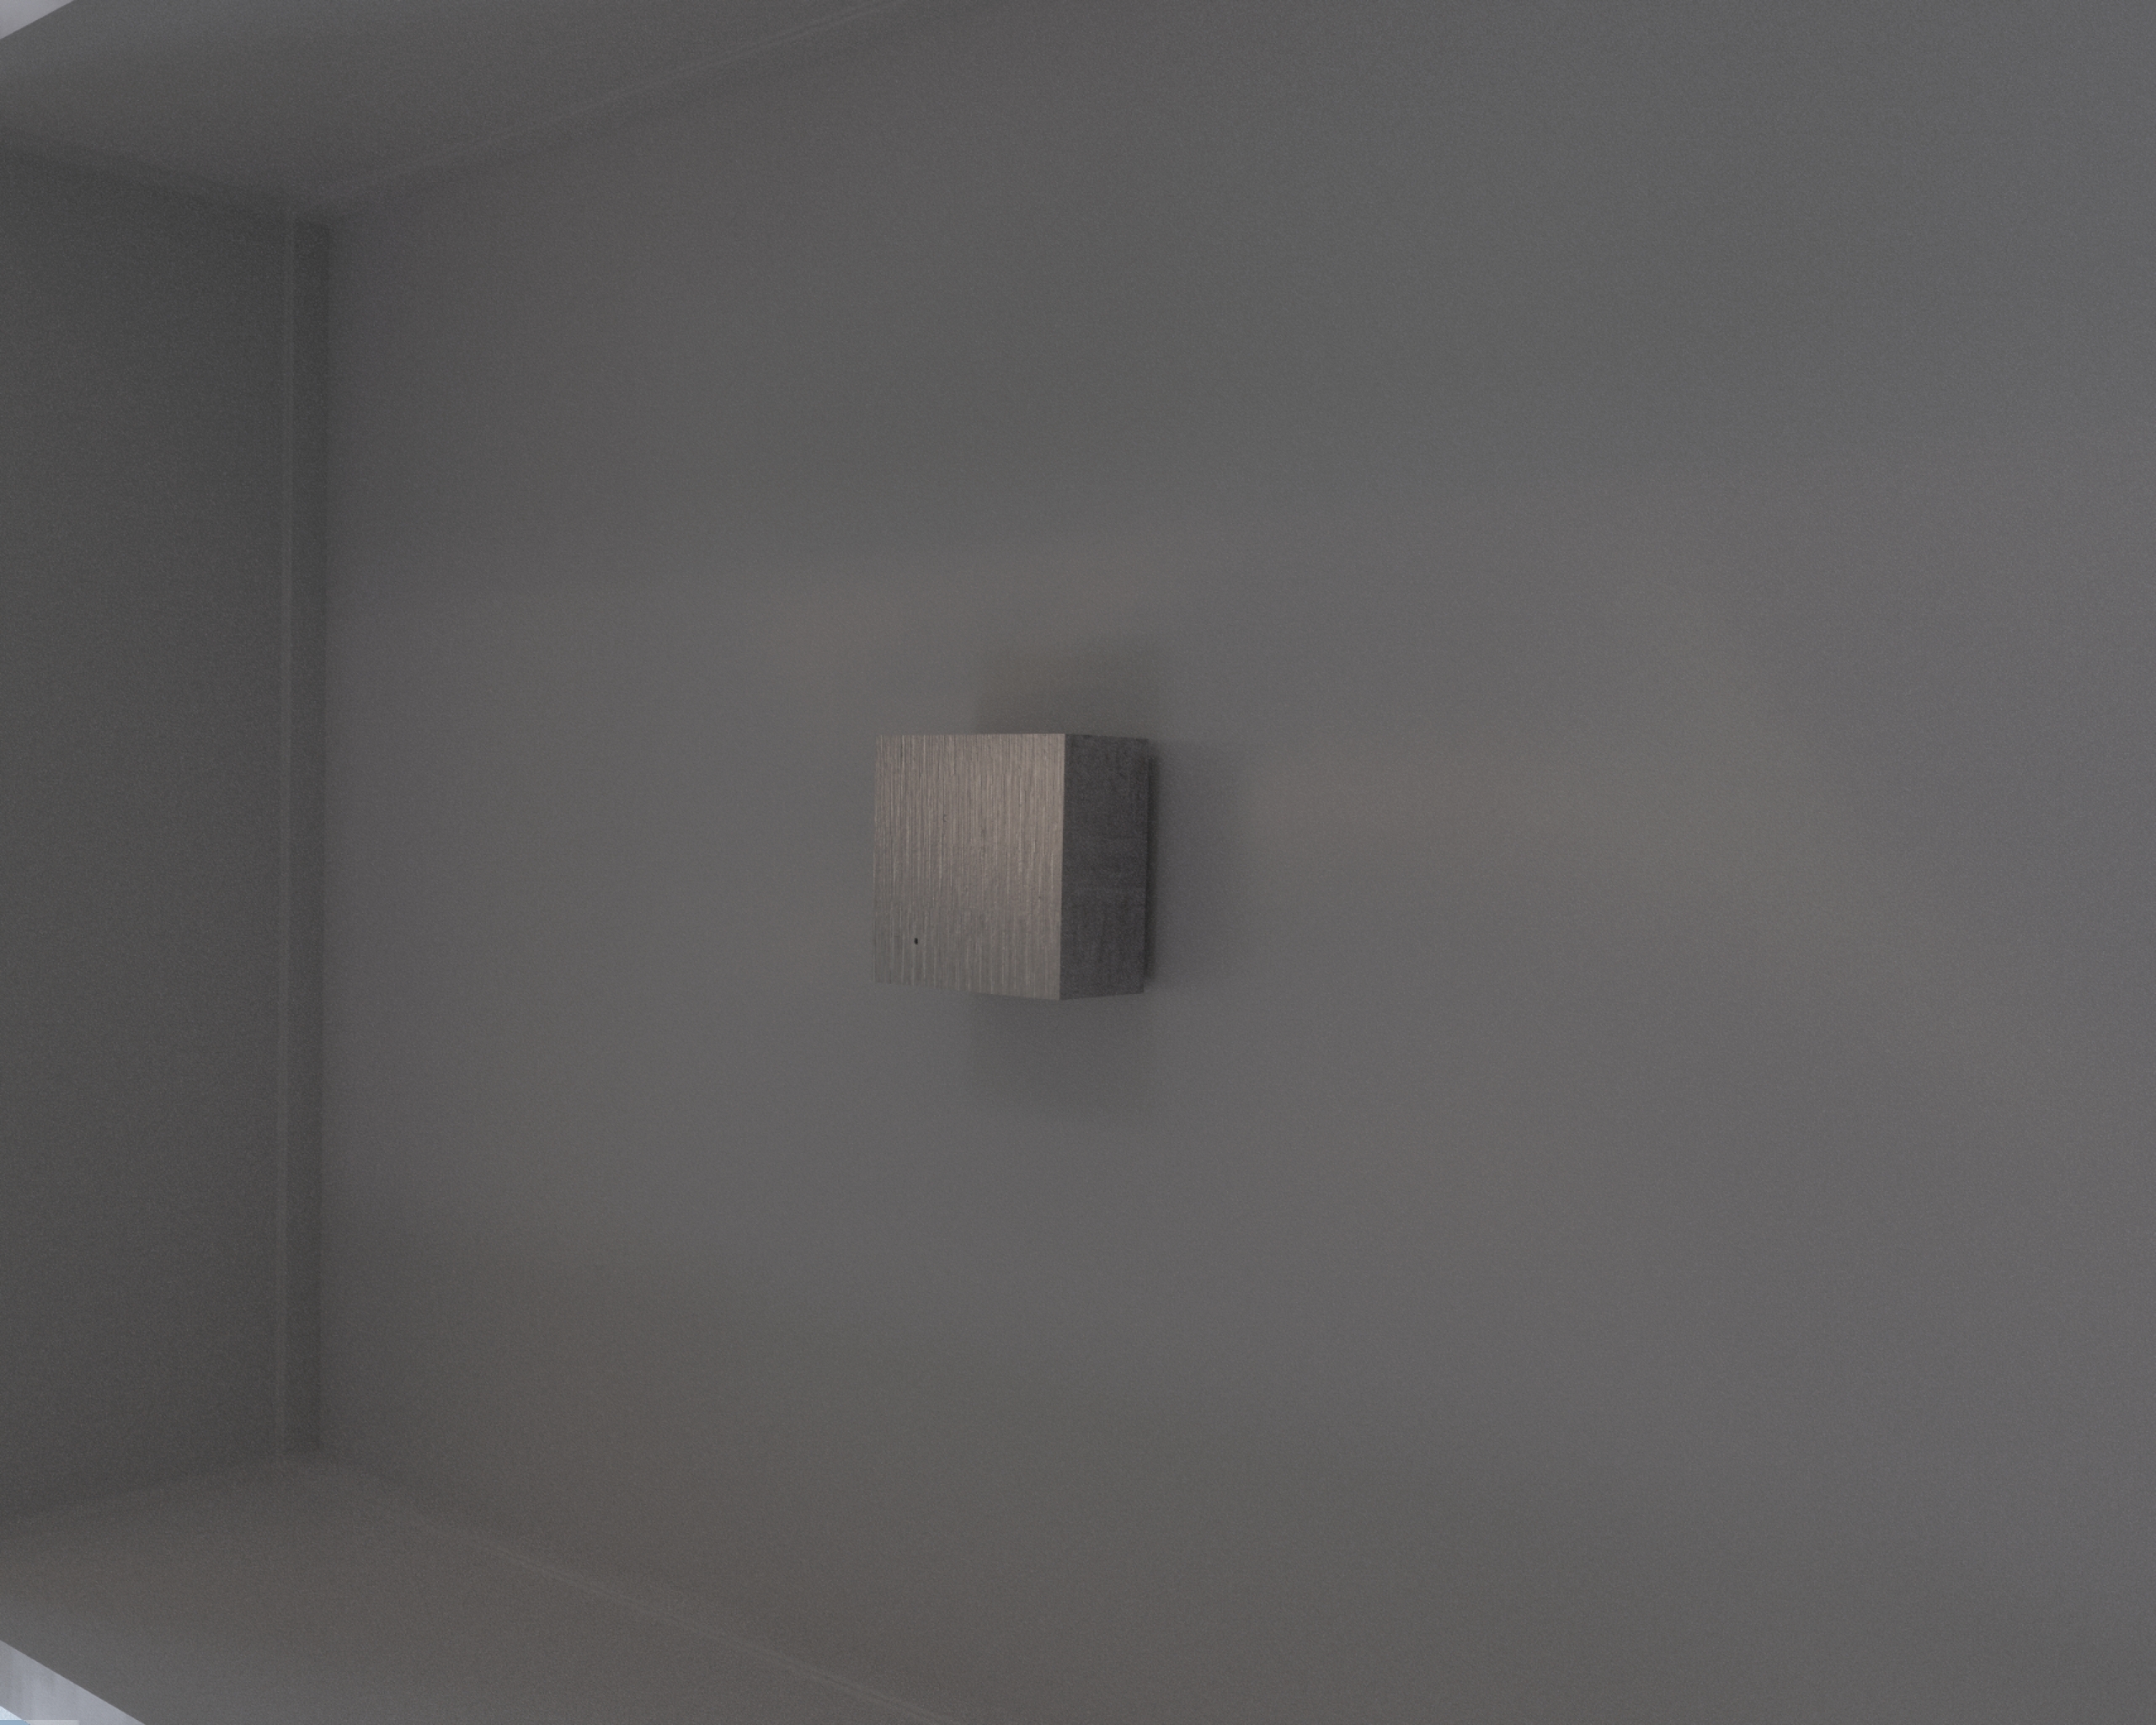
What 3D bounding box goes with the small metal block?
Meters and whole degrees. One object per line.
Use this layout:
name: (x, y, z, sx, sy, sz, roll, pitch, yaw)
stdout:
small metal block: (-0.014, 0.000, 0.415, 0.050, 0.025, 0.050, 2, 92, 40)
